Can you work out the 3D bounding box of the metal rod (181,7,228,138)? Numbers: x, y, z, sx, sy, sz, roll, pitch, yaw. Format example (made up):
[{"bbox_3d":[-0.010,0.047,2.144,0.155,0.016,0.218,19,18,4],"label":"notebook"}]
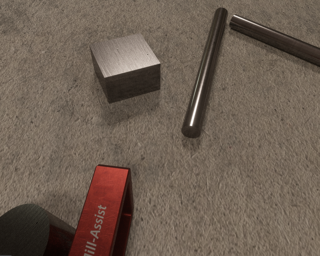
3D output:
[{"bbox_3d":[0.078,-0.106,0.492,0.025,0.025,0.300,12,51,9],"label":"metal rod"}]

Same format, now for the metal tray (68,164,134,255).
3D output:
[{"bbox_3d":[-0.051,0.109,0.268,0.030,0.089,0.130,7,50,3],"label":"metal tray"}]

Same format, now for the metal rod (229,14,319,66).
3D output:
[{"bbox_3d":[0.250,-0.123,0.509,0.300,0.025,0.025,33,57,24],"label":"metal rod"}]

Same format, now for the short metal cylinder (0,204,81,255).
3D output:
[{"bbox_3d":[-0.114,0.114,0.271,0.080,0.050,0.080,-16,46,18],"label":"short metal cylinder"}]

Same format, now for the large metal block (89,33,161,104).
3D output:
[{"bbox_3d":[-0.052,-0.091,0.462,0.081,0.050,0.080,-18,52,-15],"label":"large metal block"}]
